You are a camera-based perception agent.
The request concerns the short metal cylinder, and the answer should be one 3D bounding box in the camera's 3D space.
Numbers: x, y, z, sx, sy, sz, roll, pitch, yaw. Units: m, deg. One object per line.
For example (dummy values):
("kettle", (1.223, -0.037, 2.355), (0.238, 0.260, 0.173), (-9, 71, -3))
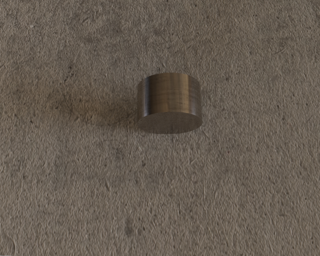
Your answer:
("short metal cylinder", (0.012, -0.028, 0.391), (0.081, 0.080, 0.050), (-1, 70, -1))
